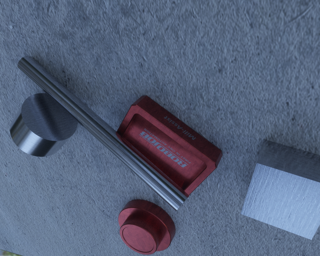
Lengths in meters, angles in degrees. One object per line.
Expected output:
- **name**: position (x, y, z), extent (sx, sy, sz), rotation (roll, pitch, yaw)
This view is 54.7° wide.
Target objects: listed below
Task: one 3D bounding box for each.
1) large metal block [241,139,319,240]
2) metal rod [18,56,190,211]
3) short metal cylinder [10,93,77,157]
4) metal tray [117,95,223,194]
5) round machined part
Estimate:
- **large metal block**: position (0.146, 0.069, 0.356), extent (0.080, 0.050, 0.079), rotation (17, 125, 18)
- **metal rod**: position (-0.084, -0.001, 0.414), extent (0.300, 0.025, 0.025), rotation (40, 130, 14)
- **short metal cylinder**: position (-0.170, -0.004, 0.456), extent (0.080, 0.080, 0.050), rotation (46, 129, -5)
- **metal tray**: position (0.005, 0.029, 0.417), extent (0.130, 0.030, 0.089), rotation (37, 129, 3)
- **round machined part**: position (-0.027, 0.170, 0.514), extent (0.098, 0.042, 0.097), rotation (13, 124, 20)
